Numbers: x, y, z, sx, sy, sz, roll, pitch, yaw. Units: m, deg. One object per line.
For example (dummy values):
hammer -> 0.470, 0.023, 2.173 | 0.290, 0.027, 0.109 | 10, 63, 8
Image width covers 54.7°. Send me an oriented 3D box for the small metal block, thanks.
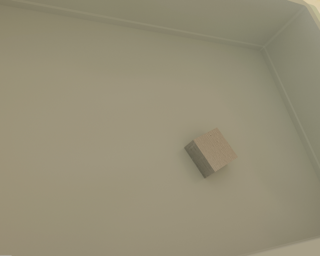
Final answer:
small metal block -> 0.070, 0.033, 0.425 | 0.050, 0.025, 0.050 | -24, 75, -37
